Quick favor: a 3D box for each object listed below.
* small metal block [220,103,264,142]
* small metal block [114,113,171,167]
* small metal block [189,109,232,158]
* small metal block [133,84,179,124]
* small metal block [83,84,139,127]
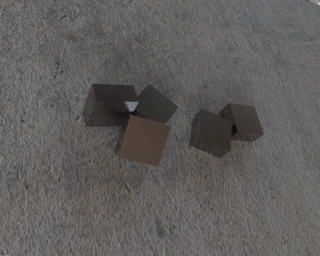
[{"bbox_3d":[0.125,-0.008,0.476,0.050,0.025,0.050,5,59,-26],"label":"small metal block"},{"bbox_3d":[-0.021,0.014,0.368,0.050,0.025,0.050,16,93,-20],"label":"small metal block"},{"bbox_3d":[0.072,0.008,0.438,0.050,0.025,0.050,23,53,-15],"label":"small metal block"},{"bbox_3d":[-0.012,-0.023,0.411,0.050,0.025,0.050,39,51,-2],"label":"small metal block"},{"bbox_3d":[-0.060,-0.026,0.370,0.050,0.050,0.025,-2,57,-29],"label":"small metal block"}]
